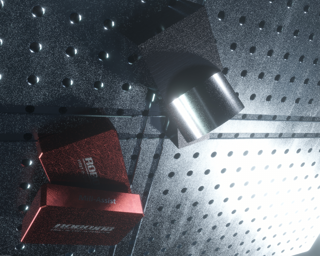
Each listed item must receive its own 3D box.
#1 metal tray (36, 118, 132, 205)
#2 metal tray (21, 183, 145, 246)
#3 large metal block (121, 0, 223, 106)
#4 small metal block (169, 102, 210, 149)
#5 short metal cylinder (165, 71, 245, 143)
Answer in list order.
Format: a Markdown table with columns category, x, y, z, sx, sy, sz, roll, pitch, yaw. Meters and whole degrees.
| category | x | y | z | sx | sy | sz | roll | pitch | yaw |
| --- | --- | --- | --- | --- | --- | --- | --- | --- | --- |
| metal tray | -0.091 | 0.059 | 0.396 | 0.091 | 0.030 | 0.129 | -20 | 126 | -17 |
| metal tray | -0.098 | 0.116 | 0.399 | 0.131 | 0.030 | 0.089 | 15 | 130 | -31 |
| large metal block | 0.016 | -0.086 | 0.352 | 0.080 | 0.050 | 0.080 | -33 | 129 | -7 |
| small metal block | 0.041 | -0.004 | 0.433 | 0.050 | 0.025 | 0.050 | -18 | 126 | -18 |
| short metal cylinder | 0.053 | -0.025 | 0.371 | 0.080 | 0.080 | 0.050 | -33 | 91 | -7 |
